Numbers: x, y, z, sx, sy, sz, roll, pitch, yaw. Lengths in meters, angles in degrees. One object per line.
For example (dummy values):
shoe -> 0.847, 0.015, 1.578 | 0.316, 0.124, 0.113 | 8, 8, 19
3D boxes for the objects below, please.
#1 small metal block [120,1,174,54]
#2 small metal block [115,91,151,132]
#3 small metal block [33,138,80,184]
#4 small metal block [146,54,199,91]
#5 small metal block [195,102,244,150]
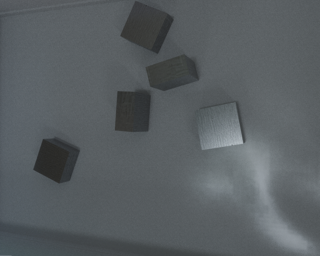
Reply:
small metal block -> -0.018, -0.135, 0.417 | 0.050, 0.025, 0.050 | 28, 99, 17
small metal block -> -0.035, -0.021, 0.409 | 0.025, 0.050, 0.050 | 5, 92, 20
small metal block -> -0.155, 0.048, 0.465 | 0.050, 0.025, 0.050 | 22, 97, 18
small metal block -> 0.017, -0.068, 0.391 | 0.050, 0.050, 0.025 | -15, 85, 19
small metal block -> 0.074, -0.002, 0.384 | 0.050, 0.025, 0.050 | -11, 86, 19
